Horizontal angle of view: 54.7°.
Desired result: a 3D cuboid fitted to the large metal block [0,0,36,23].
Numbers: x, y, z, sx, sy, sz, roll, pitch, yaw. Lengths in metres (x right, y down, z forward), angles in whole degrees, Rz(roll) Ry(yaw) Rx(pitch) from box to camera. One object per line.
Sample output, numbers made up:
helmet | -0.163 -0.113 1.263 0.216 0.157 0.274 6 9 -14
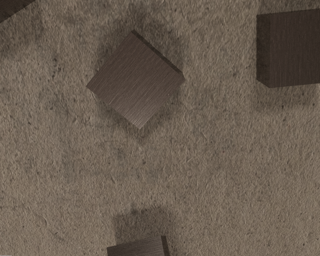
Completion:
large metal block | -0.195 -0.159 0.335 0.080 0.050 0.080 -28 108 9

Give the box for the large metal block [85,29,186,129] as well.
large metal block | -0.028 -0.059 0.374 0.080 0.050 0.080 39 105 -14

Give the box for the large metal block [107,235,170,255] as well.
large metal block | -0.026 0.207 0.451 0.080 0.050 0.080 -14 68 4

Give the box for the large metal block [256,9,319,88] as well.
large metal block | 0.161 -0.095 0.364 0.080 0.050 0.079 -6 110 1
